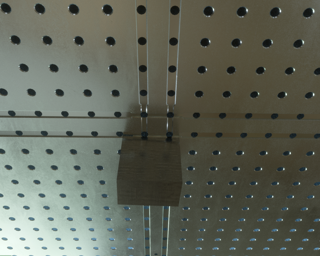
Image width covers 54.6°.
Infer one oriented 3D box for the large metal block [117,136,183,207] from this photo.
[{"bbox_3d":[-0.014,0.058,0.424,0.080,0.080,0.050,3,130,-3],"label":"large metal block"}]
